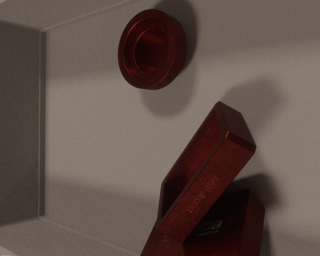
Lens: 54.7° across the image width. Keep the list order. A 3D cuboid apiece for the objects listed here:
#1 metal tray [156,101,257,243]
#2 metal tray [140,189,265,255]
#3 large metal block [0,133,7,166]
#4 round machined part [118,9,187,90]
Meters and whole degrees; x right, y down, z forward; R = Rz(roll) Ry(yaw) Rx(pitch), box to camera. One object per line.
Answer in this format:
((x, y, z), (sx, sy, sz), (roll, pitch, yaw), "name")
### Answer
((0.043, 0.044, 0.328), (0.030, 0.090, 0.129), (29, 113, -8), "metal tray")
((0.041, 0.120, 0.329), (0.130, 0.090, 0.030), (-26, 111, 36), "metal tray")
((-0.410, 0.045, 0.726), (0.080, 0.050, 0.079), (38, 113, 33), "large metal block")
((-0.005, -0.097, 0.398), (0.098, 0.042, 0.097), (0, 90, 39), "round machined part")
